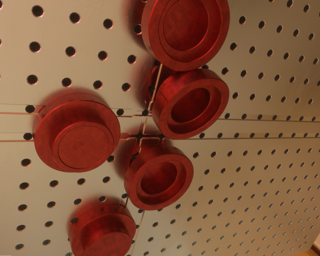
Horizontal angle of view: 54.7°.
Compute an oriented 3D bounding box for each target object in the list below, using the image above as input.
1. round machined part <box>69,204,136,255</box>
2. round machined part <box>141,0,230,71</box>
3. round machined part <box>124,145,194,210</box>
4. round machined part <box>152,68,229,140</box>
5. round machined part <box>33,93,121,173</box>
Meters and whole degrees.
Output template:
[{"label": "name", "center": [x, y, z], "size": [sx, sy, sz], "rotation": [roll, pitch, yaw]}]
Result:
[{"label": "round machined part", "center": [-0.081, 0.165, 0.459], "size": [0.099, 0.042, 0.097], "rotation": [-14, 124, -21]}, {"label": "round machined part", "center": [0.024, -0.116, 0.342], "size": [0.099, 0.042, 0.097], "rotation": [-13, 123, -21]}, {"label": "round machined part", "center": [-0.005, 0.066, 0.440], "size": [0.099, 0.042, 0.097], "rotation": [-14, 125, -21]}, {"label": "round machined part", "center": [0.034, -0.034, 0.389], "size": [0.099, 0.042, 0.097], "rotation": [-20, 141, -17]}, {"label": "round machined part", "center": [-0.092, 0.013, 0.358], "size": [0.099, 0.042, 0.097], "rotation": [-14, 124, -21]}]
